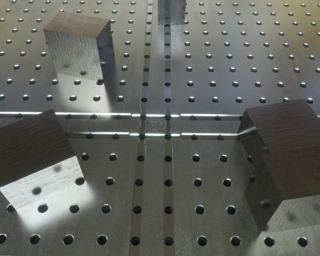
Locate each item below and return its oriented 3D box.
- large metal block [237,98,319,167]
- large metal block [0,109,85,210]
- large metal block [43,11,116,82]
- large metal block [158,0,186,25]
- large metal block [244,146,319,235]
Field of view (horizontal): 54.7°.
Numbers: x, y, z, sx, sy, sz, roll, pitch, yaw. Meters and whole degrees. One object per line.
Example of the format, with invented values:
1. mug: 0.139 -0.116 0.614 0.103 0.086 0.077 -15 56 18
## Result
1. large metal block: 0.153 0.015 0.381 0.081 0.050 0.080 -10 51 -9
2. large metal block: -0.145 0.034 0.361 0.081 0.050 0.080 -24 54 -19
3. large metal block: -0.119 -0.123 0.474 0.080 0.080 0.050 13 51 10
4. large metal block: 0.022 -0.252 0.584 0.050 0.080 0.080 0 50 0
5. large metal block: 0.142 0.065 0.320 0.081 0.080 0.050 -7 51 -6
